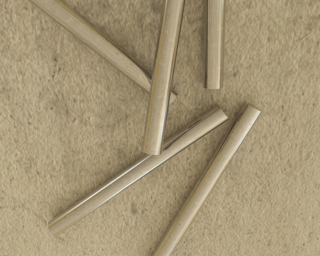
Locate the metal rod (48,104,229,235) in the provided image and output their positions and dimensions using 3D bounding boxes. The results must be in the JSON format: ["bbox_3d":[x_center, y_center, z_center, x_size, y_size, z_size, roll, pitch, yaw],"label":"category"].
[{"bbox_3d":[-0.038,0.064,0.432,0.300,0.025,0.025,-35,107,11],"label":"metal rod"}]

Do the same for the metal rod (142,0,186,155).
[{"bbox_3d":[0.012,-0.114,0.349,0.025,0.025,0.298,8,103,-3],"label":"metal rod"}]

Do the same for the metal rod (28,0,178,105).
[{"bbox_3d":[-0.102,-0.124,0.362,0.301,0.025,0.025,37,106,-13],"label":"metal rod"}]

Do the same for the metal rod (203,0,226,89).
[{"bbox_3d":[0.061,-0.192,0.340,0.025,0.025,0.298,-2,110,0],"label":"metal rod"}]

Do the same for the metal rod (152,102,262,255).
[{"bbox_3d":[0.055,0.098,0.446,0.025,0.025,0.298,25,108,-9],"label":"metal rod"}]
